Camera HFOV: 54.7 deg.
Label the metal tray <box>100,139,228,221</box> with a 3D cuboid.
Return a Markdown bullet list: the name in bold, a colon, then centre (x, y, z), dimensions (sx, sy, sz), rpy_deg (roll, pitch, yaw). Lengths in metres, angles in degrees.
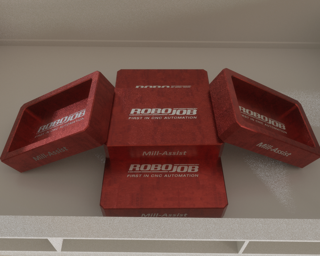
- **metal tray**: centre (0.004, 0.056, 0.351), dimensions (0.131, 0.030, 0.090), rpy_deg (0, 50, -1)

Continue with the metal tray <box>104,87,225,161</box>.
- **metal tray**: centre (0.004, -0.007, 0.366), dimensions (0.131, 0.030, 0.090), rpy_deg (-1, 50, -1)

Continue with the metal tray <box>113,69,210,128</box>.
- **metal tray**: centre (0.004, -0.043, 0.434), dimensions (0.131, 0.030, 0.090), rpy_deg (0, 50, -1)

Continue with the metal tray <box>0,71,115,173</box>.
- **metal tray**: centre (-0.119, -0.007, 0.365), dimensions (0.130, 0.030, 0.090), rpy_deg (-18, 47, 23)

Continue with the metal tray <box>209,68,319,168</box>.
- **metal tray**: centre (0.125, -0.011, 0.369), dimensions (0.131, 0.030, 0.090), rpy_deg (18, 46, -23)
